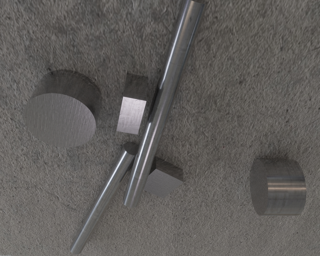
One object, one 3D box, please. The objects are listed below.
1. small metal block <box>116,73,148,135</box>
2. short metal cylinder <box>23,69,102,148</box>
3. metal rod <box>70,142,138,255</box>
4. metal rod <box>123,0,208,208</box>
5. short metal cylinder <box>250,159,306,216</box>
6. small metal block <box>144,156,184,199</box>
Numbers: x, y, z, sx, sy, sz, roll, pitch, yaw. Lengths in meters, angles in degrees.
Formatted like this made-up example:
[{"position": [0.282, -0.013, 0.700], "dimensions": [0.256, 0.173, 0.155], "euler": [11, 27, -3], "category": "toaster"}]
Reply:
[{"position": [-0.033, -0.029, 0.366], "dimensions": [0.025, 0.050, 0.050], "euler": [10, 129, -9], "category": "small metal block"}, {"position": [-0.113, -0.022, 0.370], "dimensions": [0.081, 0.050, 0.079], "euler": [0, 130, 0], "category": "short metal cylinder"}, {"position": [-0.101, 0.132, 0.518], "dimensions": [0.025, 0.025, 0.298], "euler": [19, 128, -16], "category": "metal rod"}, {"position": [-0.004, -0.007, 0.383], "dimensions": [0.025, 0.025, 0.298], "euler": [12, 124, -10], "category": "metal rod"}, {"position": [0.166, 0.085, 0.445], "dimensions": [0.050, 0.080, 0.079], "euler": [0, 130, -1], "category": "short metal cylinder"}, {"position": [0.000, 0.076, 0.472], "dimensions": [0.050, 0.025, 0.050], "euler": [29, 124, -23], "category": "small metal block"}]
